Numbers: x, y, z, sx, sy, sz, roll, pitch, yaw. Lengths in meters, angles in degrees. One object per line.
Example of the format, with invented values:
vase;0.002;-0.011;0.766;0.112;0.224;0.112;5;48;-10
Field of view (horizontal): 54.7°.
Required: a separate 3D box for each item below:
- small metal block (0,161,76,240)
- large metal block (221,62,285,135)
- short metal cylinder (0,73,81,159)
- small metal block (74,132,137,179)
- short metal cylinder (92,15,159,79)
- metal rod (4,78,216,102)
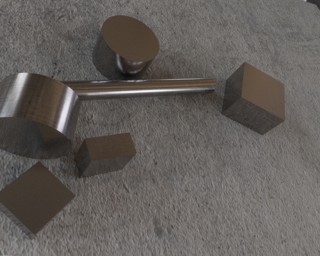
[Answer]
small metal block;-0.120;0.069;0.298;0.050;0.025;0.050;43;51;1
large metal block;0.152;-0.047;0.501;0.080;0.050;0.080;26;53;-13
short metal cylinder;-0.124;-0.009;0.308;0.081;0.080;0.050;16;55;-20
small metal block;-0.060;0.030;0.338;0.050;0.050;0.025;-8;66;-32
short metal cylinder;-0.048;-0.108;0.429;0.081;0.050;0.080;14;56;-21
metal rod;-0.049;-0.052;0.410;0.303;0.025;0.025;-7;65;-32
